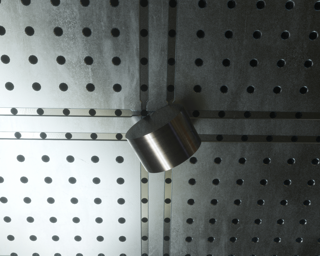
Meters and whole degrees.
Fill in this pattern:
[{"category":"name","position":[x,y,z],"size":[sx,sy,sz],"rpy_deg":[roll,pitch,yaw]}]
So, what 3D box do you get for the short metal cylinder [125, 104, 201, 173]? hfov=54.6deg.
[{"category":"short metal cylinder","position":[0.004,0.012,0.388],"size":[0.080,0.080,0.050],"rpy_deg":[-27,107,9]}]
